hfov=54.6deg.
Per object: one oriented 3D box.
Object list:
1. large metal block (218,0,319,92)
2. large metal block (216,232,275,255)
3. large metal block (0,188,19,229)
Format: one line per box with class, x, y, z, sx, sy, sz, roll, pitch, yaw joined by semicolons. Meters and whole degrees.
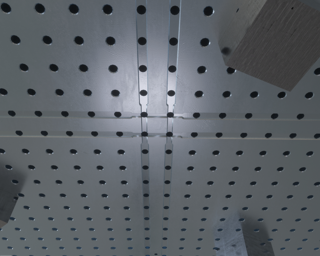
large metal block;0.118;-0.095;0.316;0.080;0.050;0.080;18;128;-15
large metal block;0.171;0.261;0.618;0.080;0.050;0.080;27;125;-21
large metal block;-0.297;0.132;0.505;0.080;0.050;0.080;-35;122;26
